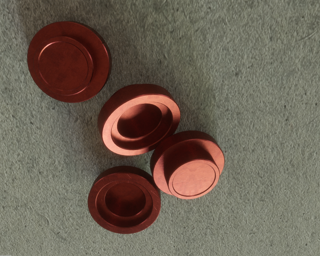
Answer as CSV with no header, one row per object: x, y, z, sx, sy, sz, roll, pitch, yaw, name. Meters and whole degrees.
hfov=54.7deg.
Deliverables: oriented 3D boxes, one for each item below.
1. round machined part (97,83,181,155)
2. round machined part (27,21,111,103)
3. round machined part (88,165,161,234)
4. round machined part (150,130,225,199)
-0.028,-0.015,0.379,0.099,0.042,0.097,-16,138,-15,round machined part
-0.110,-0.077,0.371,0.099,0.042,0.097,0,110,0,round machined part
-0.048,0.096,0.435,0.099,0.042,0.097,0,110,0,round machined part
0.039,0.055,0.406,0.099,0.042,0.097,-7,124,-10,round machined part
